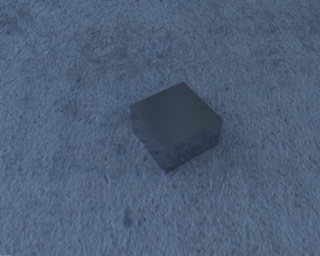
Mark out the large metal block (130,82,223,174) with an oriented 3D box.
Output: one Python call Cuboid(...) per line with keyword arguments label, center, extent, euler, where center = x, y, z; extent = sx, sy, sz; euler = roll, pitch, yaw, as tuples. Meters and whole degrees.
Cuboid(label="large metal block", center=(0.019, -0.003, 0.390), extent=(0.080, 0.050, 0.080), euler=(-26, 55, -20))
